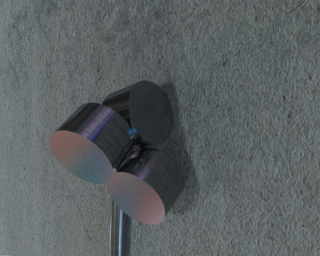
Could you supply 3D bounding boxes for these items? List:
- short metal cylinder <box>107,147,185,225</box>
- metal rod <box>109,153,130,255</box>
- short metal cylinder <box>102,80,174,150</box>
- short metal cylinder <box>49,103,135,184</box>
[{"bbox_3d":[-0.017,0.071,0.380,0.080,0.050,0.079,18,130,23],"label":"short metal cylinder"},{"bbox_3d":[-0.060,0.116,0.454,0.025,0.025,0.298,4,93,40],"label":"metal rod"},{"bbox_3d":[-0.028,-0.014,0.392,0.050,0.081,0.080,-15,80,39],"label":"short metal cylinder"},{"bbox_3d":[-0.076,0.018,0.354,0.080,0.050,0.079,16,135,17],"label":"short metal cylinder"}]
